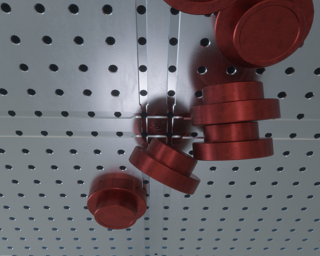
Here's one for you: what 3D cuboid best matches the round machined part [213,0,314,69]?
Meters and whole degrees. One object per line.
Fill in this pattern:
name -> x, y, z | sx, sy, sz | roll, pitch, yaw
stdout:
round machined part -> 0.105, -0.103, 0.314 | 0.099, 0.042, 0.097 | 0, 130, 0

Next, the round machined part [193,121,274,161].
round machined part -> 0.090, 0.015, 0.390 | 0.098, 0.098, 0.042 | -4, 89, 3

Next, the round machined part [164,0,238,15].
round machined part -> 0.037, -0.154, 0.269 | 0.099, 0.042, 0.097 | 0, 130, 0

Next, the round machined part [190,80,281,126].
round machined part -> 0.084, -0.028, 0.354 | 0.098, 0.098, 0.042 | -5, 89, 4

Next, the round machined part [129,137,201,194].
round machined part -> 0.011, 0.046, 0.415 | 0.098, 0.098, 0.042 | 28, 90, -22

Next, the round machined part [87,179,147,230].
round machined part -> -0.071, 0.131, 0.511 | 0.099, 0.042, 0.097 | 0, 130, 0
